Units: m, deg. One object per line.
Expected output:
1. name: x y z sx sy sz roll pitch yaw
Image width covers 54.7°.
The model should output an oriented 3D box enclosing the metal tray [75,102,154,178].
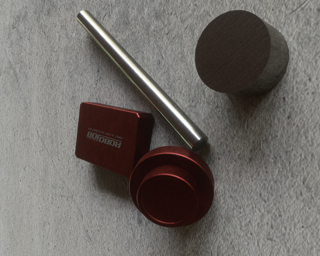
1. metal tray: -0.072 0.013 0.461 0.130 0.030 0.089 13 98 39

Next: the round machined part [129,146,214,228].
1. round machined part: 0.012 0.073 0.354 0.098 0.042 0.097 4 110 10

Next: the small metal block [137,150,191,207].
1. small metal block: 0.004 0.065 0.402 0.050 0.025 0.050 44 117 31

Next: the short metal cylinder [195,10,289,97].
1. short metal cylinder: 0.084 -0.074 0.320 0.080 0.050 0.080 0 90 40

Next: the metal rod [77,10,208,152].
1. metal rod: -0.039 -0.081 0.436 0.300 0.025 0.025 50 119 28
